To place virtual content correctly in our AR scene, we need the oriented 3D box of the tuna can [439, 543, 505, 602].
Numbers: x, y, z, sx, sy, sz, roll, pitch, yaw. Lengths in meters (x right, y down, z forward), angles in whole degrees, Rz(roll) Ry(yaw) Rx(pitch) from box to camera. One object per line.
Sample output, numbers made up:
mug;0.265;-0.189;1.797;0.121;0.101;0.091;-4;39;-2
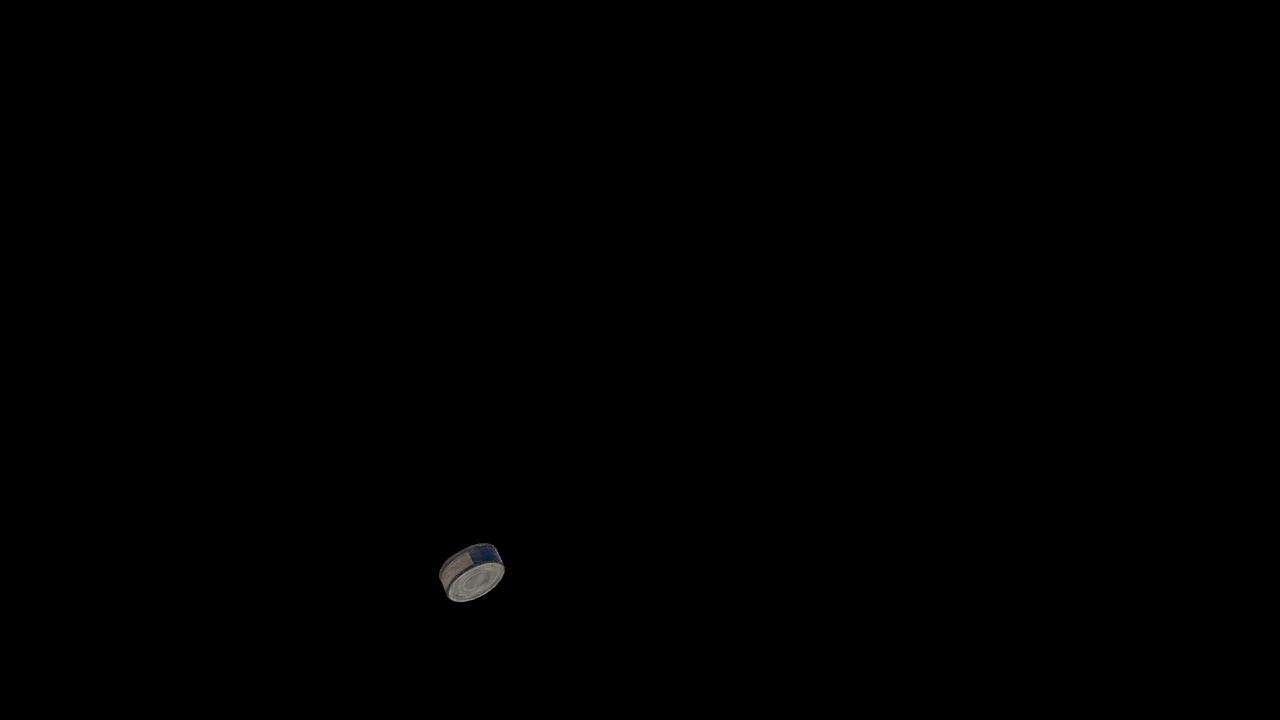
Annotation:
tuna can;-0.230;0.294;0.849;0.084;0.084;0.034;0;37;-41
